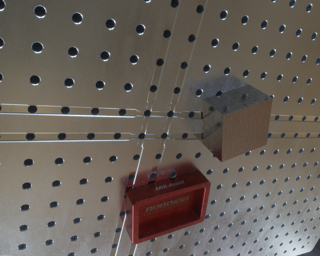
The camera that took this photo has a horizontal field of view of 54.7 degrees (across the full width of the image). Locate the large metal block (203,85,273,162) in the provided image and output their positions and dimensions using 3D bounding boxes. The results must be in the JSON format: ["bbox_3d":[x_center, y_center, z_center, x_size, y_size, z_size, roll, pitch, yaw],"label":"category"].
[{"bbox_3d":[0.110,-0.008,0.450,0.081,0.050,0.079,-18,126,-18],"label":"large metal block"}]

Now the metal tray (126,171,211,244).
[{"bbox_3d":[0.013,0.125,0.492,0.131,0.030,0.089,-11,123,-23],"label":"metal tray"}]
